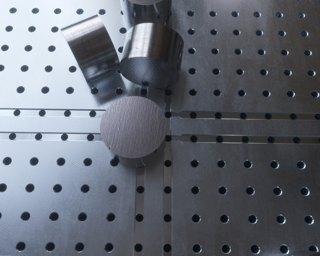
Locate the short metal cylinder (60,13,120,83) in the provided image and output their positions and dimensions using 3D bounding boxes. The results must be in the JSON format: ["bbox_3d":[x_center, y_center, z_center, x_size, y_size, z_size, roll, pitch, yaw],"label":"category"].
[{"bbox_3d":[-0.094,-0.107,0.421,0.050,0.080,0.080,-26,73,-9],"label":"short metal cylinder"}]

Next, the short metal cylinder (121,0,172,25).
[{"bbox_3d":[-0.021,-0.202,0.472,0.081,0.050,0.080,0,70,0],"label":"short metal cylinder"}]

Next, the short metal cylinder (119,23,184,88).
[{"bbox_3d":[-0.010,-0.095,0.417,0.080,0.080,0.050,8,70,2],"label":"short metal cylinder"}]

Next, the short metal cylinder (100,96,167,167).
[{"bbox_3d":[-0.032,0.006,0.396,0.081,0.050,0.080,0,70,0],"label":"short metal cylinder"}]

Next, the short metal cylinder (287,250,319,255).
[{"bbox_3d":[0.173,0.177,0.336,0.081,0.050,0.080,0,70,0],"label":"short metal cylinder"}]
